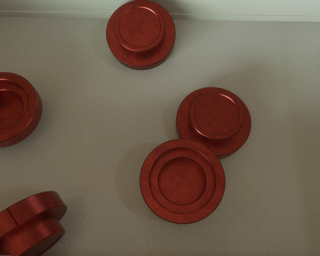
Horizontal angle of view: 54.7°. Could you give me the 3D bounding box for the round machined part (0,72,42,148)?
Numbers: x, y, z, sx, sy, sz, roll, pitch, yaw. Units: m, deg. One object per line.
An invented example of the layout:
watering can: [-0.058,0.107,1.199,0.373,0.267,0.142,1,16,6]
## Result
round machined part: [-0.204,-0.020,0.406,0.099,0.042,0.098,0,70,-1]

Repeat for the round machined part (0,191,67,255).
round machined part: [-0.142,0.114,0.327,0.098,0.098,0.042,-37,75,-12]

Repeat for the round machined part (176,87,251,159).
round machined part: [0.071,-0.011,0.405,0.099,0.042,0.098,0,70,-1]

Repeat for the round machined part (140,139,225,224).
round machined part: [0.026,0.065,0.375,0.099,0.042,0.098,0,73,1]

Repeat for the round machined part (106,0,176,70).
round machined part: [-0.027,-0.134,0.437,0.099,0.042,0.097,0,86,0]
